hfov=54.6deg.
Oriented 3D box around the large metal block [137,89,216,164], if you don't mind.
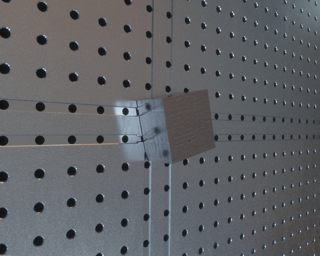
[{"bbox_3d":[0.023,-0.004,0.410,0.081,0.050,0.080,-16,100,-39],"label":"large metal block"}]
